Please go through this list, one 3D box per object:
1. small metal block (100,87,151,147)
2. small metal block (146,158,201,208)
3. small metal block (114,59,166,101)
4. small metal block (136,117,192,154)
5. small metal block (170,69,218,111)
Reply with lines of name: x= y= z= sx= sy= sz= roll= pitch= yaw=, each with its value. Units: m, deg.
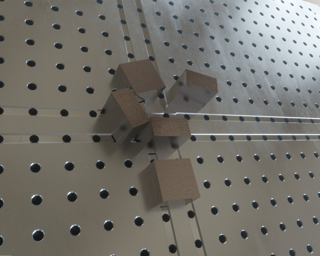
small metal block: x=-0.044 y=-0.013 z=0.376 sx=0.025 sy=0.050 sz=0.050 roll=-23 pitch=74 yaw=-36
small metal block: x=0.015 y=0.066 z=0.376 sx=0.050 sy=0.025 sz=0.050 roll=1 pitch=62 yaw=-28
small metal block: x=-0.028 y=-0.066 z=0.433 sx=0.050 sy=0.025 sz=0.050 roll=-19 pitch=72 yaw=-35
small metal block: x=0.003 y=0.010 z=0.387 sx=0.050 sy=0.050 sz=0.025 roll=2 pitch=61 yaw=-27
small metal block: x=0.048 y=-0.054 z=0.450 sx=0.050 sy=0.050 sz=0.025 roll=13 pitch=57 yaw=-21
